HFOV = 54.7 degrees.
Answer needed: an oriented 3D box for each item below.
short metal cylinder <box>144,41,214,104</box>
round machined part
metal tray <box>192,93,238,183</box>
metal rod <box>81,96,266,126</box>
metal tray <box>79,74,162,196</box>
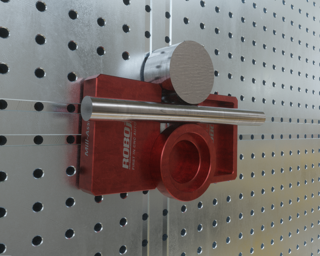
[{"bbox_3d":[0.026,-0.070,0.409,0.081,0.050,0.079,0,90,-40],"label":"short metal cylinder"},{"bbox_3d":[0.025,0.043,0.403,0.099,0.042,0.097,0,90,-40],"label":"round machined part"},{"bbox_3d":[0.077,0.015,0.466,0.091,0.030,0.129,1,89,-40],"label":"metal tray"},{"bbox_3d":[0.043,-0.018,0.401,0.302,0.025,0.025,1,90,-40],"label":"metal rod"},{"bbox_3d":[-0.044,0.008,0.363,0.091,0.030,0.129,4,88,-40],"label":"metal tray"}]
